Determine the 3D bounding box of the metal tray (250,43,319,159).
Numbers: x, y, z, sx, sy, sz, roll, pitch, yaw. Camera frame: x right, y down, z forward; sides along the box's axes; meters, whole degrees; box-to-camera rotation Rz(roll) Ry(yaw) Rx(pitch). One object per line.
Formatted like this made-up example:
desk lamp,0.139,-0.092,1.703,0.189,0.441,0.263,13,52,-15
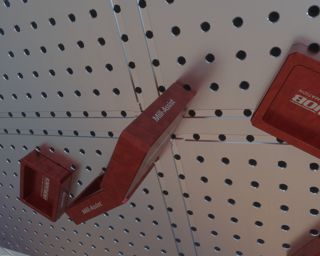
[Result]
metal tray,0.170,-0.015,0.308,0.130,0.030,0.089,28,128,10

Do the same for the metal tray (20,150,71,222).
metal tray,-0.224,0.115,0.597,0.090,0.030,0.129,29,128,10

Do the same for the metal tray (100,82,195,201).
metal tray,-0.011,0.012,0.357,0.030,0.131,0.089,33,129,7

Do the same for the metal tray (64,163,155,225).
metal tray,-0.076,0.089,0.465,0.130,0.090,0.030,-32,100,38

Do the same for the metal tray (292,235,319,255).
metal tray,0.245,0.204,0.405,0.130,0.030,0.089,32,129,7
